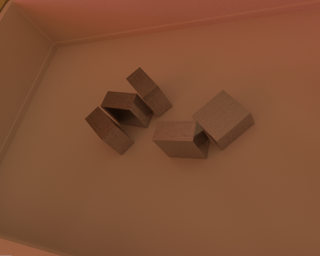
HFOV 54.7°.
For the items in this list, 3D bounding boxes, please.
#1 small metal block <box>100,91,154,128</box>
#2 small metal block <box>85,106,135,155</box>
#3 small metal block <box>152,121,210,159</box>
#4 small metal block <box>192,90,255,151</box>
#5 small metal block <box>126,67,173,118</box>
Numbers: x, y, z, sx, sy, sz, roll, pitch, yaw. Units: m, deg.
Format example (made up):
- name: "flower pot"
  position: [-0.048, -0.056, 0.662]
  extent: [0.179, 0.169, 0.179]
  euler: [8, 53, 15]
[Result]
- name: "small metal block"
  position: [-0.045, -0.025, 0.429]
  extent: [0.050, 0.050, 0.025]
  euler: [8, 66, 32]
- name: "small metal block"
  position: [-0.068, 0.004, 0.423]
  extent: [0.025, 0.050, 0.050]
  euler: [-45, 51, -2]
- name: "small metal block"
  position: [0.026, 0.015, 0.367]
  extent: [0.050, 0.050, 0.025]
  euler: [0, 62, 28]
- name: "small metal block"
  position: [0.076, -0.010, 0.372]
  extent: [0.050, 0.025, 0.050]
  euler: [-40, 51, 0]
- name: "small metal block"
  position: [-0.014, -0.049, 0.427]
  extent: [0.025, 0.050, 0.050]
  euler: [-41, 51, 1]
